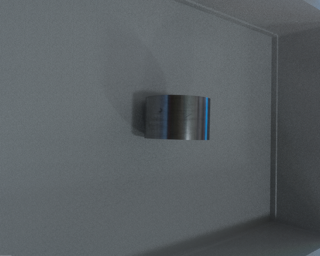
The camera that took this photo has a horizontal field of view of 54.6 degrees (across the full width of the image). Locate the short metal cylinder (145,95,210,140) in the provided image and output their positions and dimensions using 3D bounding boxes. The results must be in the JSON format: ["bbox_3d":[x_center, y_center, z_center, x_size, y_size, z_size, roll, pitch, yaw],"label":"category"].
[{"bbox_3d":[0.021,-0.011,0.384,0.081,0.080,0.050,2,89,-40],"label":"short metal cylinder"}]
